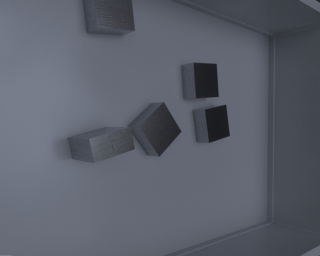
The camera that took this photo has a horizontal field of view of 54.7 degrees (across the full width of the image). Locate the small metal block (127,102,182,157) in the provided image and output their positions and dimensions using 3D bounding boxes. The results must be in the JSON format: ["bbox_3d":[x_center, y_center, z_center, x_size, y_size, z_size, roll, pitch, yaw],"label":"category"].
[{"bbox_3d":[-0.006,0.002,0.404,0.050,0.025,0.050,-47,118,-30],"label":"small metal block"}]

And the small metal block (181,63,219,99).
[{"bbox_3d":[0.060,-0.069,0.459,0.050,0.025,0.050,-8,95,-40],"label":"small metal block"}]

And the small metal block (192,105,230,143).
[{"bbox_3d":[0.079,-0.007,0.476,0.050,0.025,0.050,-14,99,-39],"label":"small metal block"}]

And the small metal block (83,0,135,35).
[{"bbox_3d":[-0.059,-0.137,0.358,0.050,0.025,0.050,-10,97,-40],"label":"small metal block"}]

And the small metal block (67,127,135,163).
[{"bbox_3d":[-0.064,0.017,0.338,0.050,0.050,0.025,-17,102,-39],"label":"small metal block"}]
